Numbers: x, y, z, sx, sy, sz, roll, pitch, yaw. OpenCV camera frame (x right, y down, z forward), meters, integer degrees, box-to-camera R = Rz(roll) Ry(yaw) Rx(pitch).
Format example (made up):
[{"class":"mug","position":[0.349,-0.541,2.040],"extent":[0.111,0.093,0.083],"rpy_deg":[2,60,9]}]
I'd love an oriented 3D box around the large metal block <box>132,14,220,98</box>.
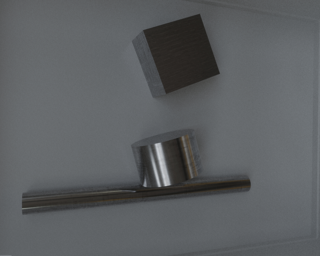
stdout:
[{"class":"large metal block","position":[0.020,-0.093,0.406],"extent":[0.081,0.050,0.080],"rpy_deg":[-23,98,-19]}]

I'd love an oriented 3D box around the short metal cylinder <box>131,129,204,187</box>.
[{"class":"short metal cylinder","position":[0.009,0.036,0.386],"extent":[0.081,0.080,0.050],"rpy_deg":[-16,96,-20]}]

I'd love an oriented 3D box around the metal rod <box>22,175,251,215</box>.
[{"class":"metal rod","position":[-0.015,0.084,0.406],"extent":[0.303,0.025,0.025],"rpy_deg":[-1,91,-21]}]
